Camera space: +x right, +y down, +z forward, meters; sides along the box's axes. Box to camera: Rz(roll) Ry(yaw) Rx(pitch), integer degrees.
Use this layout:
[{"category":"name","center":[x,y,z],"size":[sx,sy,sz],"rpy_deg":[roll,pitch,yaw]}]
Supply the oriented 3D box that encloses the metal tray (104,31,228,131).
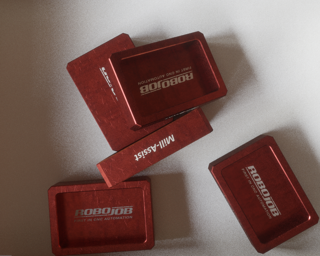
[{"category":"metal tray","center":[0.010,-0.060,0.382],"size":[0.131,0.030,0.090],"rpy_deg":[-21,87,-23]}]

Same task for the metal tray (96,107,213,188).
[{"category":"metal tray","center":[-0.006,0.021,0.378],"size":[0.130,0.090,0.030],"rpy_deg":[-29,91,0]}]

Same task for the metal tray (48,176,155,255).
[{"category":"metal tray","center":[-0.075,0.114,0.408],"size":[0.131,0.030,0.089],"rpy_deg":[-4,90,0]}]

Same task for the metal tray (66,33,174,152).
[{"category":"metal tray","center":[-0.050,-0.046,0.408],"size":[0.090,0.030,0.130],"rpy_deg":[-29,90,0]}]

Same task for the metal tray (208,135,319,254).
[{"category":"metal tray","center":[0.135,0.085,0.409],"size":[0.090,0.030,0.130],"rpy_deg":[-30,90,0]}]
